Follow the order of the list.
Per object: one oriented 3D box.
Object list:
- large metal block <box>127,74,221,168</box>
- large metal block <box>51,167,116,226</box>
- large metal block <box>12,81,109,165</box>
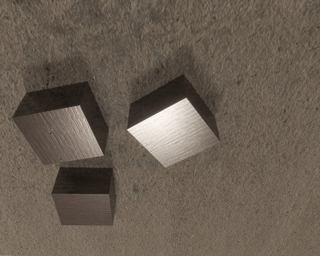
[{"bbox_3d":[0.017,-0.006,0.386,0.080,0.050,0.080,-28,125,21],"label":"large metal block"},{"bbox_3d":[-0.114,0.107,0.480,0.081,0.050,0.079,1,130,-2],"label":"large metal block"},{"bbox_3d":[-0.118,-0.005,0.385,0.080,0.050,0.080,-10,130,7],"label":"large metal block"}]
